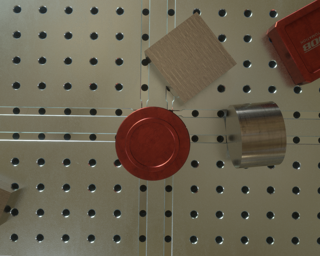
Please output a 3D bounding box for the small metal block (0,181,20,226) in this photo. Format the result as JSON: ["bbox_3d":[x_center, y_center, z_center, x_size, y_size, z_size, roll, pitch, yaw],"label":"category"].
[{"bbox_3d":[-0.225,0.097,0.412,0.050,0.025,0.050,23,90,0],"label":"small metal block"}]

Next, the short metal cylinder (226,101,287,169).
[{"bbox_3d":[0.116,0.009,0.387,0.050,0.080,0.080,-5,90,0],"label":"short metal cylinder"}]

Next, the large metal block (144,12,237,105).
[{"bbox_3d":[0.037,-0.086,0.401,0.080,0.050,0.080,-37,90,0],"label":"large metal block"}]

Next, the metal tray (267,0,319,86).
[{"bbox_3d":[0.224,-0.126,0.412,0.130,0.030,0.090,-29,90,0],"label":"metal tray"}]

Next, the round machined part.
[{"bbox_3d":[-0.009,0.020,0.405,0.099,0.042,0.097,0,90,0],"label":"round machined part"}]
